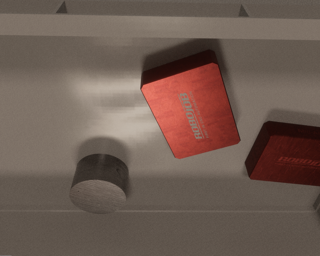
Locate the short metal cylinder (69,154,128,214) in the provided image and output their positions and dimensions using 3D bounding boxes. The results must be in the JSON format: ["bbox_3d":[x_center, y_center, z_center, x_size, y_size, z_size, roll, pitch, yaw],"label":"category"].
[{"bbox_3d":[-0.089,0.084,0.463,0.081,0.050,0.079,0,130,0],"label":"short metal cylinder"}]

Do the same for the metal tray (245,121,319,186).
[{"bbox_3d":[0.200,0.040,0.443,0.131,0.030,0.089,7,130,-6],"label":"metal tray"}]

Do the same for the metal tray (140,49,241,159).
[{"bbox_3d":[0.041,-0.023,0.387,0.090,0.030,0.130,-16,129,13],"label":"metal tray"}]
